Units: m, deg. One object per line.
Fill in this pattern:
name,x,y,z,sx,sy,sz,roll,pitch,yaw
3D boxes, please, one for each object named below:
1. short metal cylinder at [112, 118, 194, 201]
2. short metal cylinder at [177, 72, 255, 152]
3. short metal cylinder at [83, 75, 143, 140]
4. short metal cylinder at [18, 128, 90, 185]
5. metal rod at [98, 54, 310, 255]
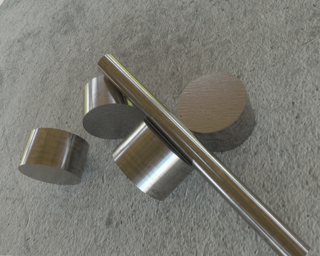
short metal cylinder,-0.006,0.034,0.347,0.050,0.080,0.080,-47,51,7
short metal cylinder,0.066,-0.018,0.364,0.080,0.050,0.080,-13,56,21
short metal cylinder,-0.063,-0.027,0.418,0.080,0.080,0.050,-21,54,16
short metal cylinder,-0.141,0.041,0.418,0.080,0.080,0.050,-6,59,25
metal rod,0.027,0.015,0.332,0.025,0.025,0.300,-43,66,-2
